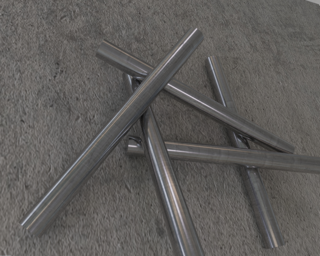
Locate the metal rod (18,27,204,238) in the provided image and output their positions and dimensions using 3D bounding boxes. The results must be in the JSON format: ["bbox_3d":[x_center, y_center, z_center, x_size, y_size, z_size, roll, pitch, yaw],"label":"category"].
[{"bbox_3d":[-0.036,-0.014,0.347,0.025,0.025,0.301,39,65,-2],"label":"metal rod"}]

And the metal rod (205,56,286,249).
[{"bbox_3d":[0.116,0.018,0.454,0.025,0.025,0.299,2,61,-27],"label":"metal rod"}]

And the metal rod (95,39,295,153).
[{"bbox_3d":[0.056,-0.032,0.417,0.301,0.025,0.025,27,52,-13],"label":"metal rod"}]

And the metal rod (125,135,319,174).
[{"bbox_3d":[0.105,0.038,0.408,0.302,0.025,0.025,7,58,-15],"label":"metal rod"}]

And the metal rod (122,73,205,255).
[{"bbox_3d":[-0.001,0.036,0.331,0.025,0.025,0.300,4,44,-26],"label":"metal rod"}]
